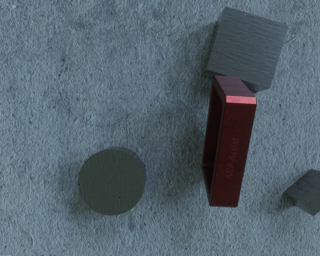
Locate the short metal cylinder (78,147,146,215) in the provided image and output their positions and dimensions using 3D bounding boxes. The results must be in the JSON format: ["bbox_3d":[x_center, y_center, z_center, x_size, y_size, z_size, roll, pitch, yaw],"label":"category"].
[{"bbox_3d":[-0.058,0.065,0.397,0.081,0.050,0.079,0,90,-1],"label":"short metal cylinder"}]

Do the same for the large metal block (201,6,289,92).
[{"bbox_3d":[0.106,-0.098,0.399,0.080,0.050,0.080,16,90,-1],"label":"large metal block"}]

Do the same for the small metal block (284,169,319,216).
[{"bbox_3d":[0.197,0.082,0.400,0.050,0.050,0.025,-40,91,0],"label":"small metal block"}]

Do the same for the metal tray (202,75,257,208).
[{"bbox_3d":[0.074,0.013,0.356,0.030,0.090,0.129,3,114,0],"label":"metal tray"}]
